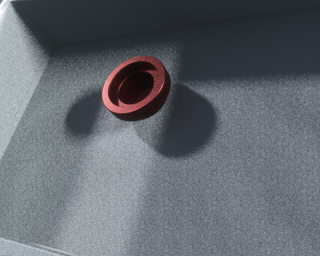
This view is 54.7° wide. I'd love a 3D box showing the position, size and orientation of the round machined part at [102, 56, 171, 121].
[{"bbox_3d":[-0.029,-0.051,0.440,0.098,0.042,0.098,-13,56,20],"label":"round machined part"}]
